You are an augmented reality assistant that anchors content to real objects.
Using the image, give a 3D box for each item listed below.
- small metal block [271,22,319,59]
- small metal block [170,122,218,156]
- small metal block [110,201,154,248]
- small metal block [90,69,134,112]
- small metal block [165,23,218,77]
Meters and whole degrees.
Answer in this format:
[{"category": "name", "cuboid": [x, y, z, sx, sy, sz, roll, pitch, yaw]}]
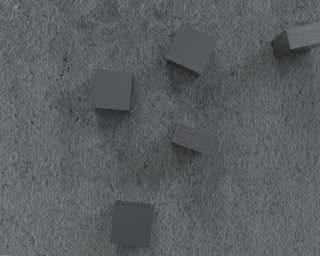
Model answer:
[{"category": "small metal block", "cuboid": [0.179, -0.113, 0.399, 0.050, 0.050, 0.025, -13, 90, 0]}, {"category": "small metal block", "cuboid": [0.042, 0.013, 0.398, 0.050, 0.050, 0.025, 20, 90, 0]}, {"category": "small metal block", "cuboid": [-0.036, 0.126, 0.410, 0.050, 0.025, 0.050, 7, 90, 0]}, {"category": "small metal block", "cuboid": [-0.062, -0.049, 0.409, 0.050, 0.025, 0.050, 5, 90, 0]}, {"category": "small metal block", "cuboid": [0.041, -0.102, 0.410, 0.050, 0.025, 0.050, 25, 90, 0]}]
